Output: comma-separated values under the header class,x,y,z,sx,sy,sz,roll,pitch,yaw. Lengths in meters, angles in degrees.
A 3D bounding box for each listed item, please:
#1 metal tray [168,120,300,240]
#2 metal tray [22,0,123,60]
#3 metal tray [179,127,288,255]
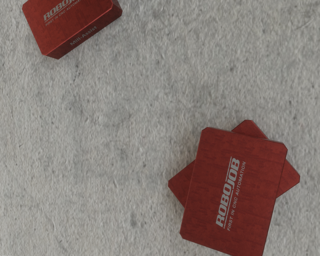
class,x,y,z,sx,sy,sz,roll,pitch,yaw
metal tray,0.086,0.063,0.376,0.130,0.030,0.090,-41,78,15
metal tray,-0.130,-0.172,0.451,0.130,0.030,0.090,-29,81,17
metal tray,0.081,0.070,0.345,0.090,0.030,0.129,13,94,19
